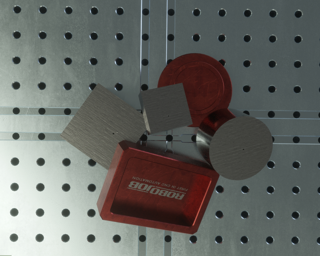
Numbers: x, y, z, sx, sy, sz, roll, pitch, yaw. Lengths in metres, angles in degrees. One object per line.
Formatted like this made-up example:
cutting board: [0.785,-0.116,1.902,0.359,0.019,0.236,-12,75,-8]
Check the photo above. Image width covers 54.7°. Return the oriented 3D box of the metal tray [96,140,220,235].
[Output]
metal tray: [-0.001,0.076,0.382,0.131,0.030,0.089,17,97,-22]

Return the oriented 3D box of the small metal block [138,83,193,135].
small metal block: [0.006,-0.022,0.367,0.050,0.025,0.050,-13,87,-11]

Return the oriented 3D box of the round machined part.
round machined part: [0.046,-0.050,0.405,0.099,0.042,0.097,0,90,0]

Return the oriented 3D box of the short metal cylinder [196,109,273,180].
short metal cylinder: [0.092,0.019,0.390,0.081,0.050,0.079,-3,104,-11]

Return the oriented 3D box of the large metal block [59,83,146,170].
large metal block: [-0.066,0.001,0.400,0.080,0.050,0.080,36,90,0]
